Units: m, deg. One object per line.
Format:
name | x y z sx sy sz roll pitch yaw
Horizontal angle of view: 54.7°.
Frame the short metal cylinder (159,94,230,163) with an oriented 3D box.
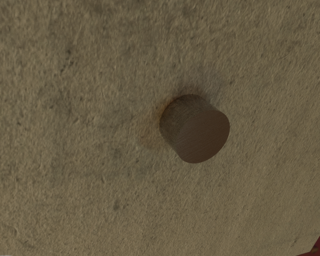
short metal cylinder | 0.046 0.001 0.418 0.081 0.050 0.079 -14 125 -21
